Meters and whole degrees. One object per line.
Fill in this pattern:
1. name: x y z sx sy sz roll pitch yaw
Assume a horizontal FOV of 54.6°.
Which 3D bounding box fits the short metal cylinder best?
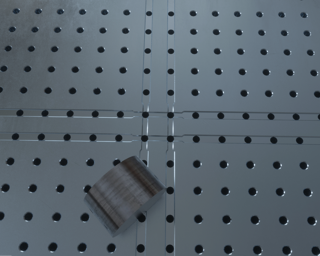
1. short metal cylinder: -0.039 0.077 0.354 0.080 0.080 0.050 -40 75 -13
